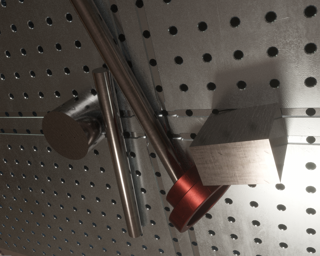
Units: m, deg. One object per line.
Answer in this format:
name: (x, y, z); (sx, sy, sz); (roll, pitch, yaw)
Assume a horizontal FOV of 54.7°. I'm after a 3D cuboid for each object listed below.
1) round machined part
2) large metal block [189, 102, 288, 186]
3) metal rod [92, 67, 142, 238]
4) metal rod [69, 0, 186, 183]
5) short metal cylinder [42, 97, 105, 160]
round machined part: (0.046, 0.082, 0.393); (0.042, 0.099, 0.097); (43, 132, 23)
large metal block: (0.089, 0.017, 0.339); (0.080, 0.080, 0.050); (-8, 114, 31)
metal rod: (-0.060, 0.054, 0.474); (0.025, 0.025, 0.298); (7, 122, 24)
metal rod: (-0.036, -0.047, 0.399); (0.025, 0.025, 0.299); (-17, 110, 34)
short metal cylinder: (-0.125, 0.000, 0.459); (0.080, 0.050, 0.079); (13, 124, 20)
